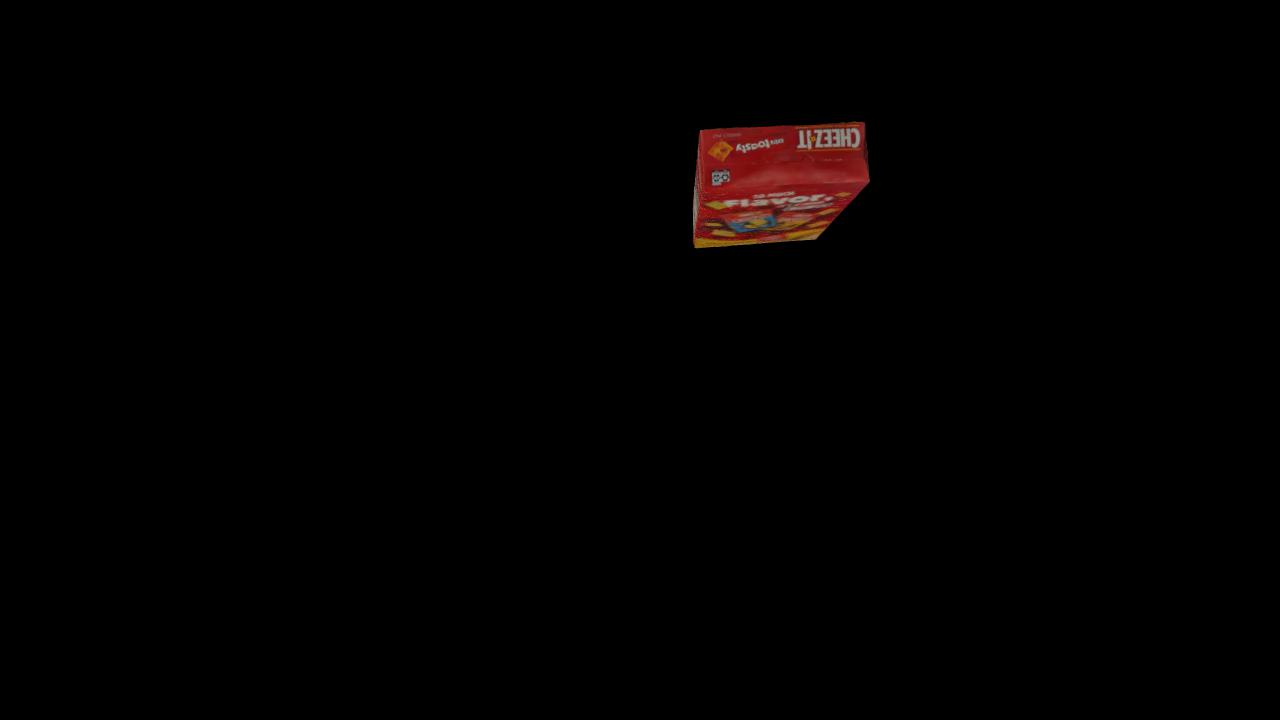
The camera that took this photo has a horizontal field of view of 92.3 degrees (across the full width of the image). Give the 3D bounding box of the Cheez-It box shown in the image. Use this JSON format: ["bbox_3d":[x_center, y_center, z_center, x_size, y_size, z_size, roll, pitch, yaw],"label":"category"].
[{"bbox_3d":[0.145,-0.192,0.708,0.166,0.071,0.223,-3,-4,3],"label":"Cheez-It box"}]
